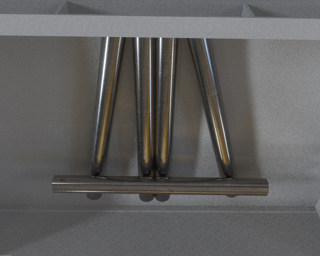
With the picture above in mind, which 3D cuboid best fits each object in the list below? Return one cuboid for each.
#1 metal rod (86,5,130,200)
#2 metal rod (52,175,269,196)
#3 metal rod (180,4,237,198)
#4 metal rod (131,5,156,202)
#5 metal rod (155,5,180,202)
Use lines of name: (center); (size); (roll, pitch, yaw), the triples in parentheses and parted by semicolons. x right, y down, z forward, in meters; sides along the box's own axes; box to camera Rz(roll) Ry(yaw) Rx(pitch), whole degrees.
metal rod: (-0.074, -0.006, 0.402); (0.025, 0.025, 0.298); (9, 130, -8)
metal rod: (0.001, 0.082, 0.443); (0.302, 0.025, 0.025); (1, 130, -1)
metal rod: (0.074, -0.009, 0.401); (0.025, 0.025, 0.299); (-12, 129, 10)
metal rod: (-0.019, -0.004, 0.404); (0.025, 0.025, 0.298); (1, 130, -1)
metal rod: (0.006, -0.004, 0.404); (0.025, 0.025, 0.298); (0, 130, -1)
